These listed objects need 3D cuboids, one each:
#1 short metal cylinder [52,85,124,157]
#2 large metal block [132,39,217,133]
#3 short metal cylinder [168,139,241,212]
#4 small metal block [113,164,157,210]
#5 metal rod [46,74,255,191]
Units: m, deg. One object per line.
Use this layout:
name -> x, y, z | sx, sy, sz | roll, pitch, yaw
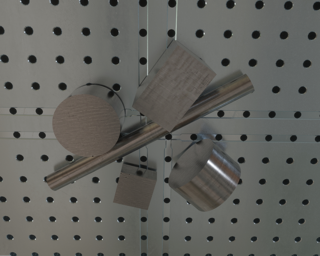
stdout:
short metal cylinder -> -0.087, -0.010, 0.391 | 0.081, 0.050, 0.079 | 0, 110, 0
large metal block -> 0.014, -0.053, 0.361 | 0.050, 0.080, 0.080 | 35, 106, -12
short metal cylinder -> 0.057, 0.060, 0.403 | 0.050, 0.080, 0.080 | 42, 105, -14
small metal block -> -0.035, 0.084, 0.440 | 0.050, 0.025, 0.050 | 14, 109, -6
metal rod -> -0.019, 0.010, 0.413 | 0.301, 0.025, 0.025 | -27, 108, 9
